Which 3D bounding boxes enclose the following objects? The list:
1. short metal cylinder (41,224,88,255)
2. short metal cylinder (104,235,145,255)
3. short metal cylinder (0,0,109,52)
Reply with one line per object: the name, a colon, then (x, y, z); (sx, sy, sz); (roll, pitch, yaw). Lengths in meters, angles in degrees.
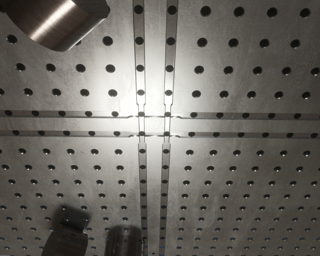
short metal cylinder: (-0.174, 0.222, 0.562); (0.050, 0.080, 0.080); (31, 123, -24)
short metal cylinder: (-0.070, 0.256, 0.612); (0.081, 0.050, 0.079); (0, 130, 0)
short metal cylinder: (-0.093, -0.116, 0.275); (0.050, 0.080, 0.080); (-32, 124, 24)
